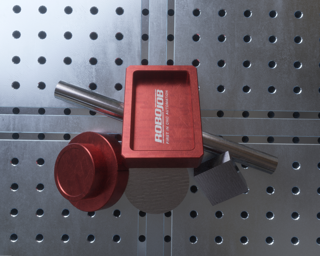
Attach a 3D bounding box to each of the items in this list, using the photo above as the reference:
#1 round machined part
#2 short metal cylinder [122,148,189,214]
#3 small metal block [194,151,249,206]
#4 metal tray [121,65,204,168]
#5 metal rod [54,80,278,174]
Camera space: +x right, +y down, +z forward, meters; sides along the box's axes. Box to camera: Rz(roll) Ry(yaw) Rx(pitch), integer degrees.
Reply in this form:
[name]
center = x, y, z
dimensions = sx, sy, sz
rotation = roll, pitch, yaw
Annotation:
[round machined part]
center = -0.090, 0.053, 0.377
dimensions = 0.098, 0.042, 0.097
rotation = -3, 84, 32
[short metal cylinder]
center = -0.005, 0.064, 0.397
dimensions = 0.081, 0.050, 0.079
rotation = 0, 90, 0
[small metal block]
center = 0.078, 0.065, 0.399
dimensions = 0.050, 0.025, 0.050
rotation = -28, 106, 16
[metal tray]
center = 0.002, -0.017, 0.378
dimensions = 0.091, 0.030, 0.130
rotation = 0, 61, -1
[metal rod]
center = 0.008, -0.001, 0.410
dimensions = 0.301, 0.025, 0.025
rotation = 20, 90, 0
